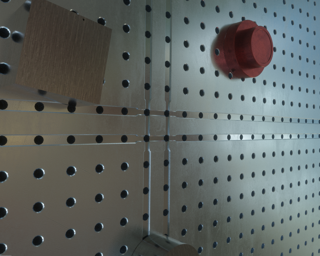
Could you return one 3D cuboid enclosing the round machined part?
[{"bbox_3d":[0.157,-0.135,0.529,0.099,0.042,0.097,0,90,-40],"label":"round machined part"}]

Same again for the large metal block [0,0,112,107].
[{"bbox_3d":[-0.101,-0.070,0.308,0.081,0.050,0.080,13,82,-39],"label":"large metal block"}]

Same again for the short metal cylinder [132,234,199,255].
[{"bbox_3d":[0.007,0.183,0.399,0.081,0.050,0.080,0,90,-41],"label":"short metal cylinder"}]
